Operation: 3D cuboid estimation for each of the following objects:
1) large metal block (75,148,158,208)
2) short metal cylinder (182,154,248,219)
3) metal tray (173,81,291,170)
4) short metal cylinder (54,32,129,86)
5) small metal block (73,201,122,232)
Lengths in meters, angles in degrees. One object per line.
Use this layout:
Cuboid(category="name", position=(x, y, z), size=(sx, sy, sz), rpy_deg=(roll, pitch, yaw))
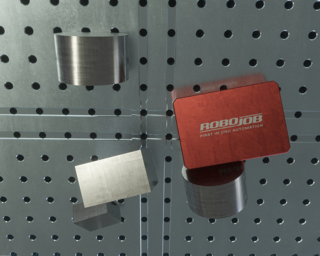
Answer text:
Cuboid(category="large metal block", position=(-0.051, 0.060, 0.399), size=(0.080, 0.080, 0.050), rpy_deg=(-14, 87, 5))
Cuboid(category="short metal cylinder", position=(0.073, 0.073, 0.410), size=(0.080, 0.080, 0.050), rpy_deg=(-10, 114, 3))
Cuboid(category="metal tray", position=(0.088, -0.003, 0.394), size=(0.131, 0.030, 0.089), rpy_deg=(-10, 89, 3))
Cuboid(category="short metal cylinder", position=(-0.076, -0.081, 0.353), size=(0.081, 0.080, 0.050), rpy_deg=(1, 110, -1))
Cuboid(category="small metal block", position=(-0.090, 0.124, 0.445), size=(0.050, 0.025, 0.050), rpy_deg=(-19, 145, 7))
